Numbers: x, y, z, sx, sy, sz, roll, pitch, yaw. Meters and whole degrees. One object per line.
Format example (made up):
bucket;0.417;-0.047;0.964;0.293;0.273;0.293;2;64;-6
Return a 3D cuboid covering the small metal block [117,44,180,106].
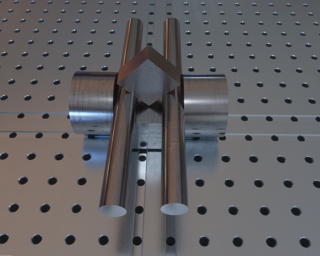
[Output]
small metal block;-0.013;-0.059;0.354;0.050;0.050;0.025;-31;41;33

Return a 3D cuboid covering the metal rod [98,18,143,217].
metal rod;-0.040;-0.041;0.372;0.025;0.025;0.300;1;50;0

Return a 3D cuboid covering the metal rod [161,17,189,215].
metal rod;0.015;-0.042;0.374;0.025;0.025;0.300;1;50;0

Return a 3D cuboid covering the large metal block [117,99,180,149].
large metal block;-0.013;-0.020;0.403;0.081;0.050;0.080;1;50;0

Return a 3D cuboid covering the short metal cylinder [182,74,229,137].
short metal cylinder;0.053;-0.028;0.391;0.050;0.080;0.080;0;50;1

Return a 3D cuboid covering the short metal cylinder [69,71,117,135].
short metal cylinder;-0.078;-0.031;0.393;0.050;0.080;0.080;1;50;1
